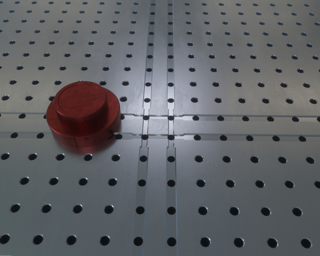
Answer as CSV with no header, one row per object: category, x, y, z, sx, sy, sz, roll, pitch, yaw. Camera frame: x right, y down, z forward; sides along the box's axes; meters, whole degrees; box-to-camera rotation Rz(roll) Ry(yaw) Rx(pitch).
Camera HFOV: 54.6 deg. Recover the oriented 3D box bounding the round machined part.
round machined part,-0.104,-0.026,0.418,0.099,0.042,0.098,0,50,0
